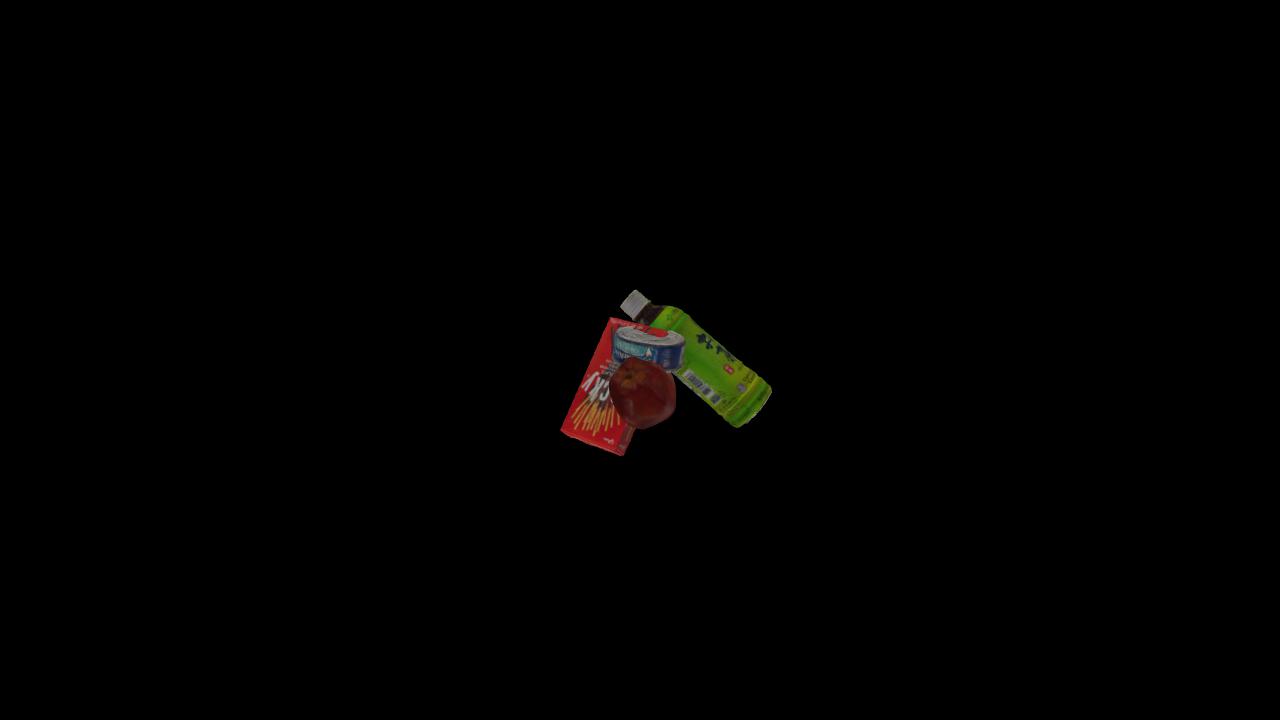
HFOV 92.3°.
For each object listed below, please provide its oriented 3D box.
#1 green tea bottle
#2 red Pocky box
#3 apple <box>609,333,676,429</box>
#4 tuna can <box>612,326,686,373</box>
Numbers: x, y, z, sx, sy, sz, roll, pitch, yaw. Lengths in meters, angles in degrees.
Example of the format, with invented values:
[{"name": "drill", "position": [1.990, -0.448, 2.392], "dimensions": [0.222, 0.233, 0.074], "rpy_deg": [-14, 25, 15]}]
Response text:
[{"name": "green tea bottle", "position": [0.064, -0.007, 0.764], "dimensions": [0.212, 0.073, 0.073], "rpy_deg": [40, -2, -2]}, {"name": "red Pocky box", "position": [-0.027, 0.028, 0.726], "dimensions": [0.083, 0.155, 0.028], "rpy_deg": [15, -15, 30]}, {"name": "apple", "position": [0.003, 0.037, 0.696], "dimensions": [0.079, 0.079, 0.093], "rpy_deg": [0, -24, 16]}, {"name": "tuna can", "position": [0.011, -0.014, 0.709], "dimensions": [0.084, 0.034, 0.084], "rpy_deg": [6, 17, -2]}]
